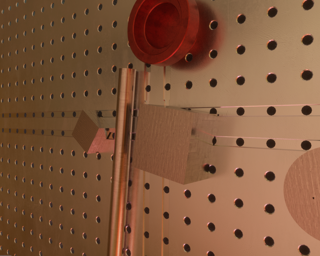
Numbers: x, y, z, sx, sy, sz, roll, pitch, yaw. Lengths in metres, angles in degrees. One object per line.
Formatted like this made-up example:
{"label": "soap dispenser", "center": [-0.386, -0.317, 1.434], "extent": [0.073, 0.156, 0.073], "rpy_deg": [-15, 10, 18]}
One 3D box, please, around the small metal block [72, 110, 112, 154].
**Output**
{"label": "small metal block", "center": [-0.111, 0.006, 0.498], "extent": [0.050, 0.025, 0.050], "rpy_deg": [44, 116, 31]}

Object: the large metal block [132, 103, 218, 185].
{"label": "large metal block", "center": [0.017, 0.016, 0.378], "extent": [0.080, 0.050, 0.079], "rpy_deg": [13, 98, 39]}

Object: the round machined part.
{"label": "round machined part", "center": [0.008, -0.126, 0.390], "extent": [0.098, 0.042, 0.097], "rpy_deg": [0, 90, 39]}

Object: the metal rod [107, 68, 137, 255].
{"label": "metal rod", "center": [-0.057, 0.064, 0.454], "extent": [0.025, 0.025, 0.298], "rpy_deg": [7, 95, 39]}

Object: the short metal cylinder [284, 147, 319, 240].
{"label": "short metal cylinder", "center": [0.155, 0.054, 0.265], "extent": [0.080, 0.050, 0.079], "rpy_deg": [0, 90, 39]}
